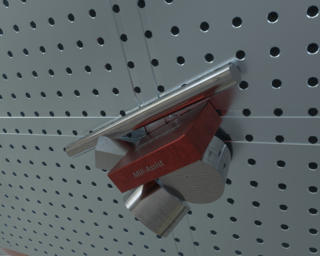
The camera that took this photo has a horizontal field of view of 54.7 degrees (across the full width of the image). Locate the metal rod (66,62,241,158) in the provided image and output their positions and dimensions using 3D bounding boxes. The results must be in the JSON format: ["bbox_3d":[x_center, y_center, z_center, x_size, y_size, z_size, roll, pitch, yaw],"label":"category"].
[{"bbox_3d":[-0.031,-0.011,0.416,0.299,0.025,0.025,-23,106,36],"label":"metal rod"}]

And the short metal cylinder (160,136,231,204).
[{"bbox_3d":[0.045,0.050,0.391,0.080,0.050,0.079,12,131,14],"label":"short metal cylinder"}]

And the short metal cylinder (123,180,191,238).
[{"bbox_3d":[-0.004,0.104,0.428,0.080,0.080,0.050,40,88,0],"label":"short metal cylinder"}]

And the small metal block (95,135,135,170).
[{"bbox_3d":[-0.066,0.040,0.449,0.050,0.025,0.050,12,142,-1],"label":"small metal block"}]

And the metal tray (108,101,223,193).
[{"bbox_3d":[0.005,0.024,0.377,0.130,0.090,0.030,-30,102,37],"label":"metal tray"}]
